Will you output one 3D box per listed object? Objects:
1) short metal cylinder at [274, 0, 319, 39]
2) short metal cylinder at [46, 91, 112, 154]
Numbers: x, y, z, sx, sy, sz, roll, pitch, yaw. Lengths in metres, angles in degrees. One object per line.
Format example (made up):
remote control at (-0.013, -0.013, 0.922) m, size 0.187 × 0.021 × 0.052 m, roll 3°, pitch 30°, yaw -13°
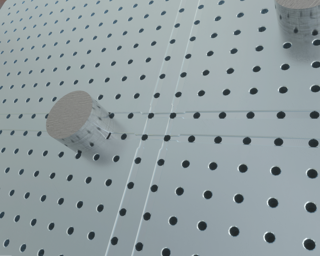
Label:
short metal cylinder at (0.189, -0.161, 0.392) m, size 0.080 × 0.050 × 0.080 m, roll -13°, pitch 56°, yaw 21°
short metal cylinder at (-0.120, -0.009, 0.461) m, size 0.080 × 0.050 × 0.080 m, roll -13°, pitch 56°, yaw 21°
